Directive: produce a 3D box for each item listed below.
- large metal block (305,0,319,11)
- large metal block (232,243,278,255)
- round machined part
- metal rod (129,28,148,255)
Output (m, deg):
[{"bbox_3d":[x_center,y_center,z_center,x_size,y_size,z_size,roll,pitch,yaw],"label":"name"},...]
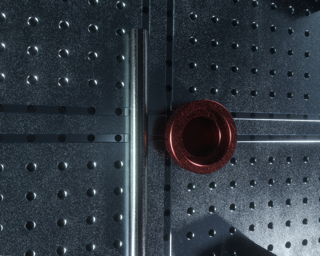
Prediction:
[{"bbox_3d":[0.260,-0.251,0.495,0.080,0.050,0.080,30,80,-18],"label":"large metal block"},{"bbox_3d":[0.132,0.229,0.448,0.081,0.050,0.080,-18,96,-19],"label":"large metal block"},{"bbox_3d":[0.052,0.011,0.423,0.099,0.042,0.097,0,90,-20],"label":"round machined part"},{"bbox_3d":[-0.028,0.024,0.402,0.025,0.025,0.298,0,90,-20],"label":"metal rod"}]
